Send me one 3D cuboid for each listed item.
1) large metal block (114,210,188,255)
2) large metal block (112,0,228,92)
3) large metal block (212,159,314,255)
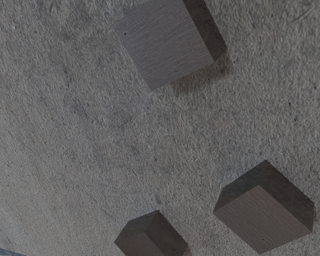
[{"bbox_3d":[-0.015,0.193,0.518,0.080,0.050,0.080,-32,101,38],"label":"large metal block"},{"bbox_3d":[0.011,-0.096,0.325,0.080,0.050,0.080,-20,108,35],"label":"large metal block"},{"bbox_3d":[0.128,0.099,0.385,0.080,0.050,0.080,42,129,-1],"label":"large metal block"}]
